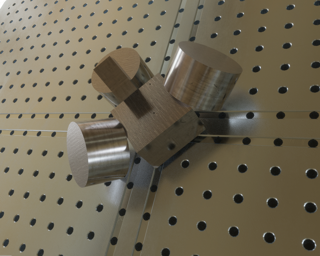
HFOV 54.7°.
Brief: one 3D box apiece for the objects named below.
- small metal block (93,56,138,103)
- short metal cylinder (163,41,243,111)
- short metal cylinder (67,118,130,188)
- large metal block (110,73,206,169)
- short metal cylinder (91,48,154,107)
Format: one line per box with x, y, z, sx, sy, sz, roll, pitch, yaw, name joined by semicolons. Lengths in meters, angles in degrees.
-0.053;-0.061;0.389;0.025;0.050;0.050;-39;7;4;small metal block
0.050;-0.063;0.371;0.080;0.081;0.050;51;130;39;short metal cylinder
-0.078;0.029;0.384;0.080;0.050;0.079;18;112;55;short metal cylinder
-0.003;-0.010;0.392;0.080;0.050;0.080;-39;51;2;large metal block
-0.054;-0.072;0.460;0.080;0.050;0.080;-13;56;21;short metal cylinder
